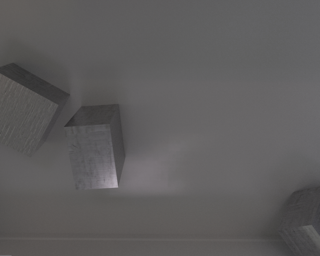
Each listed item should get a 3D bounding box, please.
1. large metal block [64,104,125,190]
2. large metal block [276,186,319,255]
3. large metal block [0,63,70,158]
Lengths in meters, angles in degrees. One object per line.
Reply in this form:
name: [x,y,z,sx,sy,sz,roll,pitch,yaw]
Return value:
large metal block: [-0.077,0.021,0.389,0.050,0.080,0.079,-4,110,1]
large metal block: [0.214,0.138,0.419,0.080,0.080,0.050,53,138,-4]
large metal block: [-0.173,-0.023,0.388,0.080,0.050,0.080,30,107,-11]
